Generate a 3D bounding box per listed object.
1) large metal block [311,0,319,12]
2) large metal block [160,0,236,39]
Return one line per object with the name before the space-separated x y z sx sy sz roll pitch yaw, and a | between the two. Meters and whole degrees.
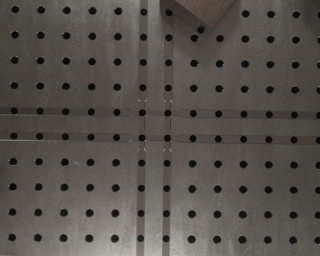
large metal block | 0.257 -0.181 0.404 0.080 0.050 0.080 -37 90 0
large metal block | 0.056 -0.177 0.402 0.080 0.050 0.080 37 90 -1
